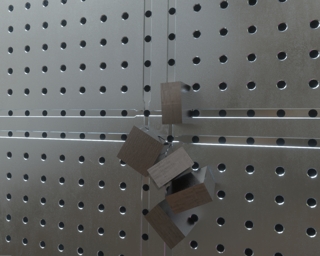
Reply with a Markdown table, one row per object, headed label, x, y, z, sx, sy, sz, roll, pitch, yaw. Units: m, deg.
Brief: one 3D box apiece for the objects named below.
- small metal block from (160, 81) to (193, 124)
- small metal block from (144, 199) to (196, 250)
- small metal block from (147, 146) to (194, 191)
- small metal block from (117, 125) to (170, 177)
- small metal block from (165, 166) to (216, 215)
| label | x | y | z | sx | sy | sz | roll | pitch | yaw |
| --- | --- | --- | --- | --- | --- | --- | --- | --- | --- |
| small metal block | 0.022 | -0.030 | 0.392 | 0.025 | 0.050 | 0.050 | -3 | 89 | 20 |
| small metal block | 0.014 | 0.118 | 0.395 | 0.025 | 0.050 | 0.050 | -46 | 76 | 14 |
| small metal block | 0.012 | 0.052 | 0.386 | 0.050 | 0.050 | 0.025 | -33 | 78 | -10 |
| small metal block | -0.022 | 0.030 | 0.421 | 0.050 | 0.025 | 0.050 | 33 | 101 | 17 |
| small metal block | 0.039 | 0.076 | 0.383 | 0.050 | 0.050 | 0.025 | -25 | 98 | 18 |
